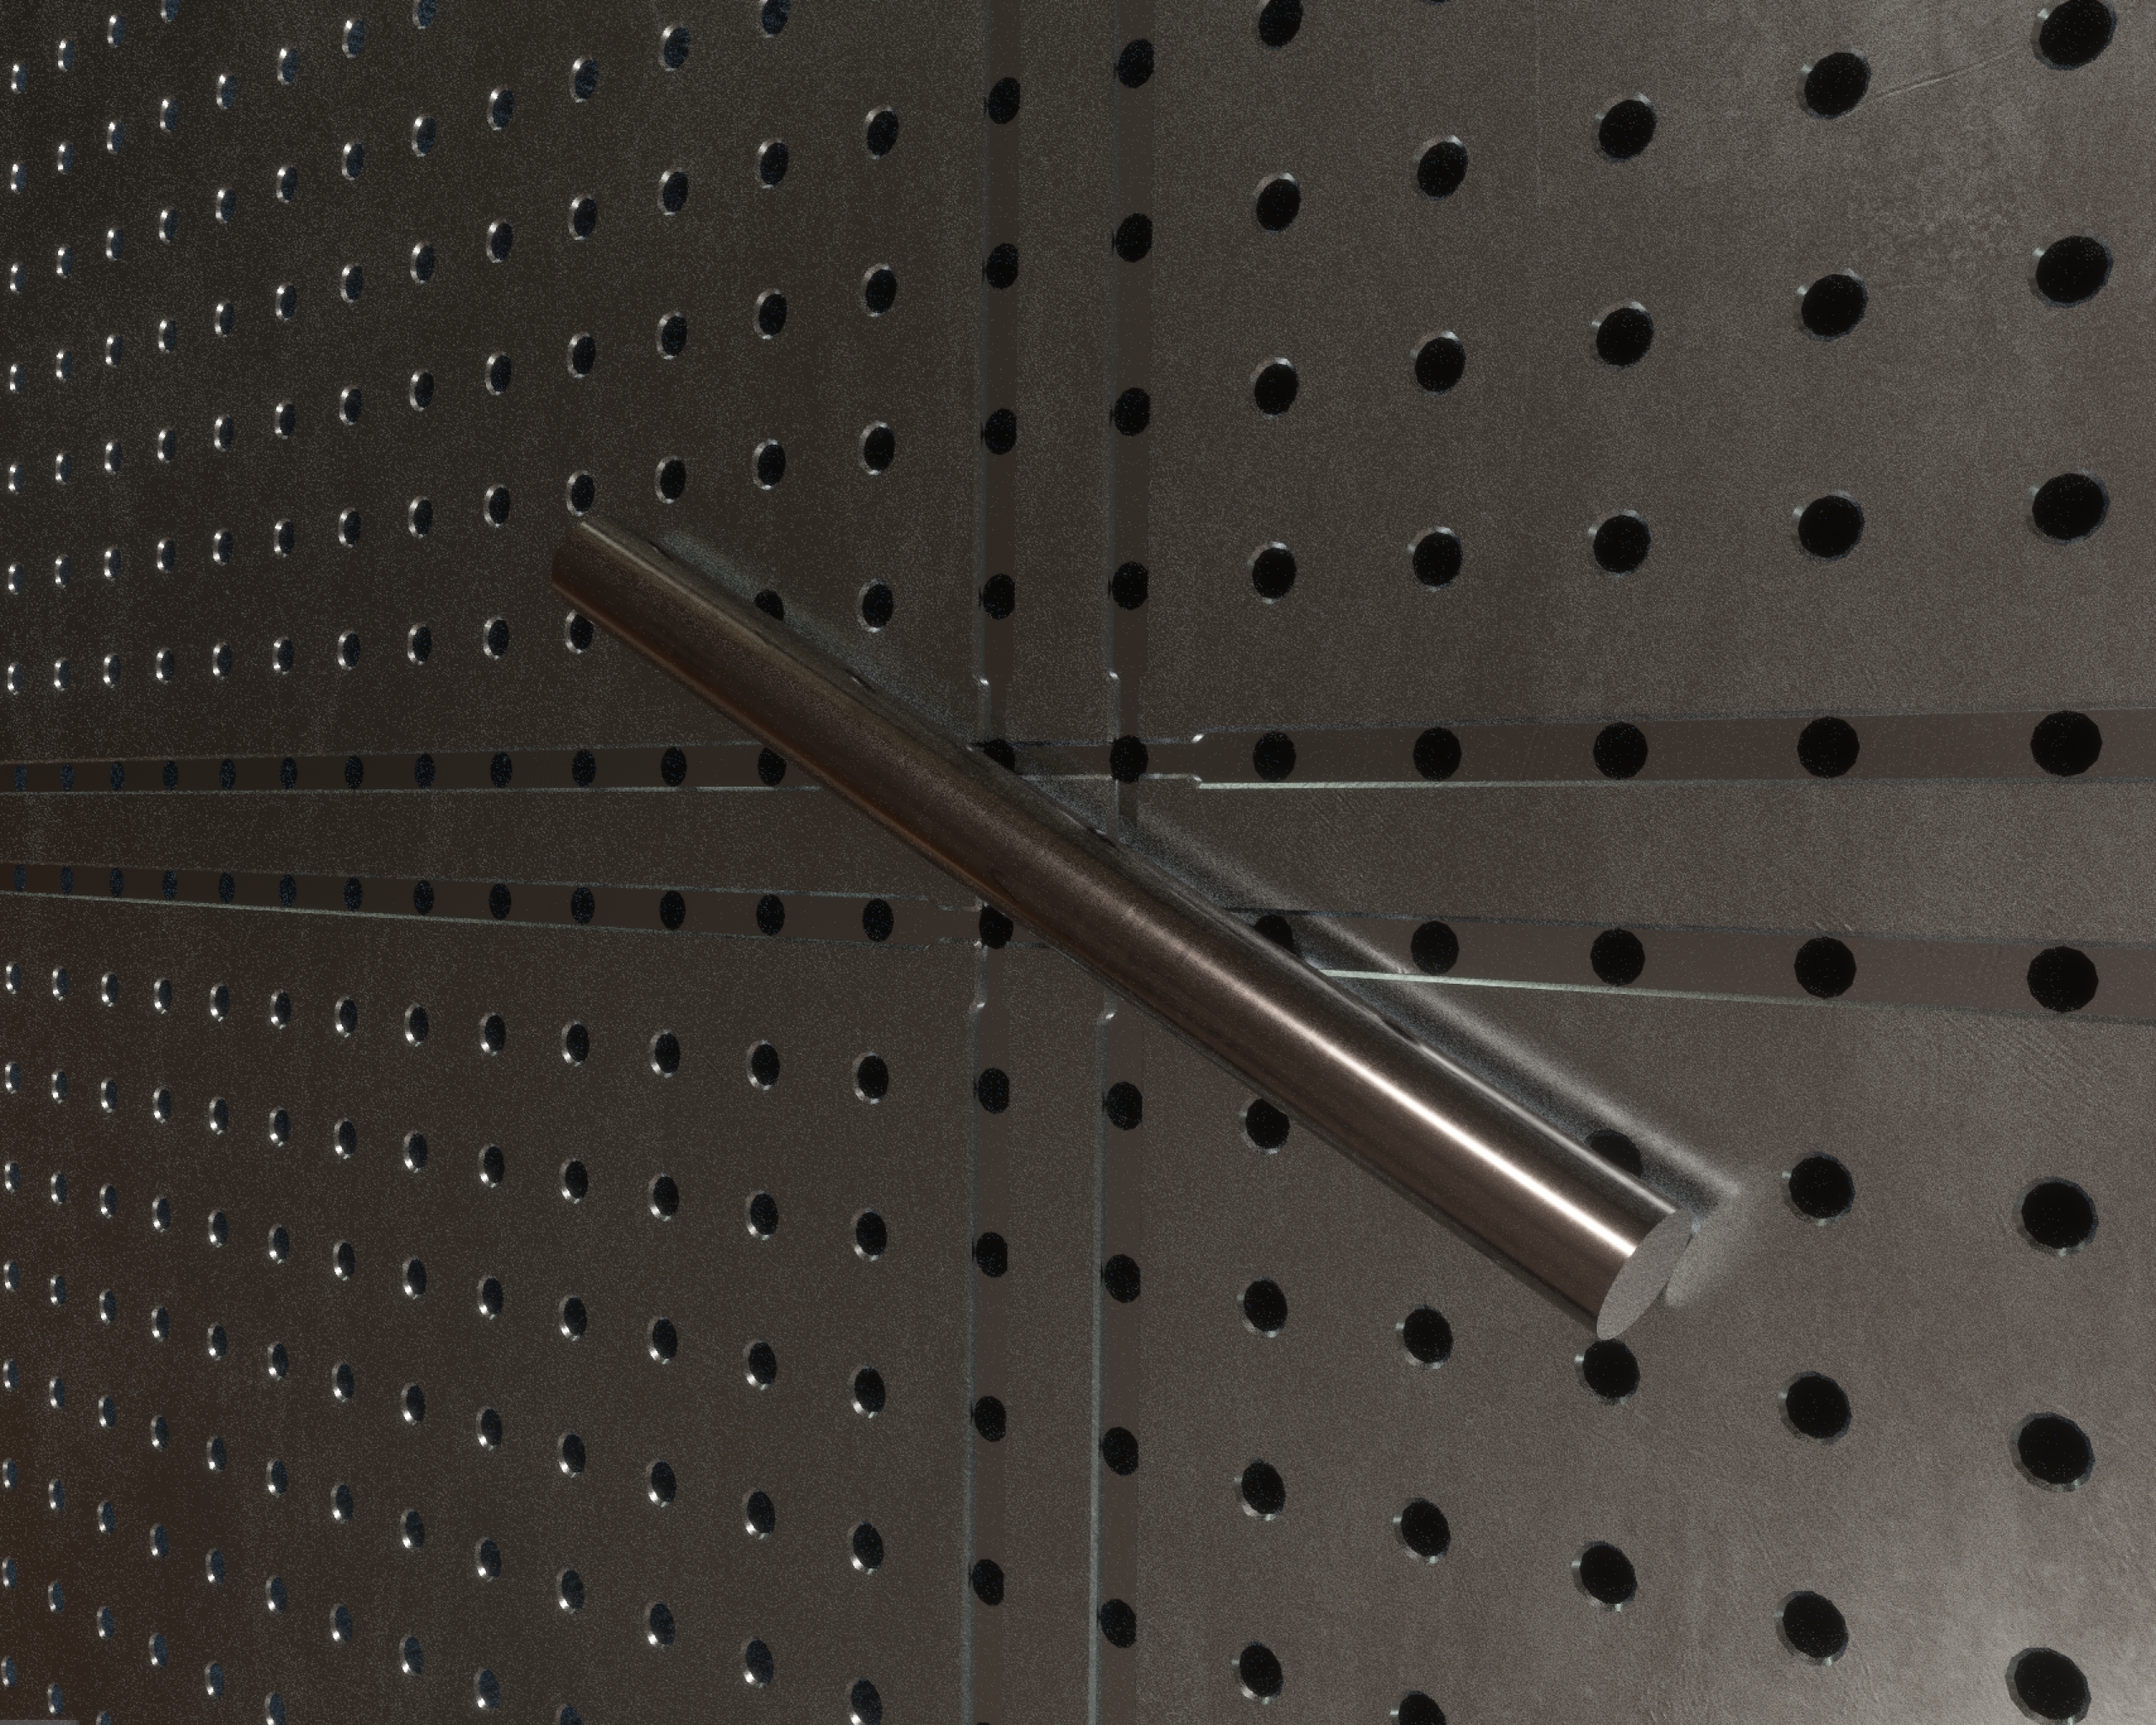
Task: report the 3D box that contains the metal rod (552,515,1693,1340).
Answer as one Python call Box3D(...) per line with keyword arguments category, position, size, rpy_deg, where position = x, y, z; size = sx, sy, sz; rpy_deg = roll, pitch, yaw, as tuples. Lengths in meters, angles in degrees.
Box3D(category="metal rod", position=(-0.012, -0.003, 0.418), size=(0.300, 0.025, 0.025), rpy_deg=(34, 111, 34))
